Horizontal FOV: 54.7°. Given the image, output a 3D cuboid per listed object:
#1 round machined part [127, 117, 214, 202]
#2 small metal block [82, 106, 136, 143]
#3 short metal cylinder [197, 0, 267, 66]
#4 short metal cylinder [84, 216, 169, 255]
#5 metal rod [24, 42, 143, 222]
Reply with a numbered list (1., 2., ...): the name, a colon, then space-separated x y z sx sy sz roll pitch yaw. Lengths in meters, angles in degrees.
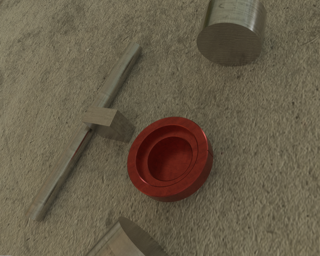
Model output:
1. round machined part: 0.015 0.039 0.361 0.098 0.042 0.098 -13 56 21
2. small metal block: -0.070 -0.005 0.427 0.050 0.050 0.025 10 67 32
3. short metal cylinder: 0.092 -0.124 0.396 0.080 0.080 0.050 3 63 29
4. short metal cylinder: -0.028 0.133 0.301 0.050 0.080 0.080 -48 51 -5
5. metal rod: -0.106 -0.005 0.462 0.025 0.025 0.300 16 70 34
